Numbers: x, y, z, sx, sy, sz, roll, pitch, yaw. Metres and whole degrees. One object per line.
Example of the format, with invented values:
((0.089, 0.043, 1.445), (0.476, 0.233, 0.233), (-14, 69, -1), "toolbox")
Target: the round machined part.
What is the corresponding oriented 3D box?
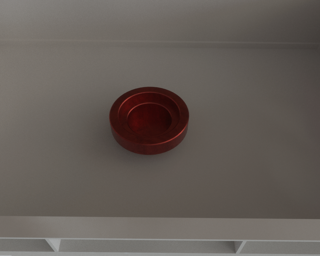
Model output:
((-0.013, -0.005, 0.398), (0.099, 0.042, 0.098), (0, 50, 0), "round machined part")
